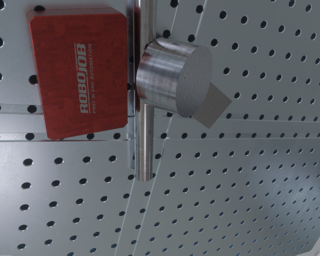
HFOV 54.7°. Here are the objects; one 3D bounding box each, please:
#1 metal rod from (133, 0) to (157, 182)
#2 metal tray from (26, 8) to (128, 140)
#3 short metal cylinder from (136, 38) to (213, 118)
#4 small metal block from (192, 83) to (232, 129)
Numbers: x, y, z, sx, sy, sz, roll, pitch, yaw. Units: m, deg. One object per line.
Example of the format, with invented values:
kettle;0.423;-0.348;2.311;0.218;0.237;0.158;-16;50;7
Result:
metal rod;-0.018;-0.059;0.364;0.025;0.025;0.298;-12;124;-22
metal tray;-0.082;-0.056;0.329;0.091;0.030;0.129;-11;123;-23
short metal cylinder;0.018;-0.057;0.348;0.080;0.050;0.079;-39;139;-43
small metal block;0.062;-0.034;0.425;0.050;0.025;0.050;32;100;-38
